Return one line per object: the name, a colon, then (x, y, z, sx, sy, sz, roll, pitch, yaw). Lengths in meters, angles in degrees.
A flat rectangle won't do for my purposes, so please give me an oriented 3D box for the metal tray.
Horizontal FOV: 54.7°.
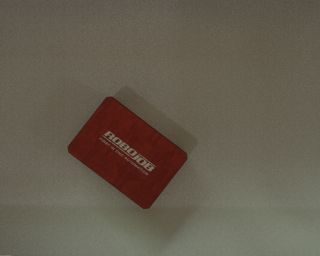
metal tray: (-0.041, 0.032, 0.408, 0.130, 0.030, 0.090, 37, 90, -1)
